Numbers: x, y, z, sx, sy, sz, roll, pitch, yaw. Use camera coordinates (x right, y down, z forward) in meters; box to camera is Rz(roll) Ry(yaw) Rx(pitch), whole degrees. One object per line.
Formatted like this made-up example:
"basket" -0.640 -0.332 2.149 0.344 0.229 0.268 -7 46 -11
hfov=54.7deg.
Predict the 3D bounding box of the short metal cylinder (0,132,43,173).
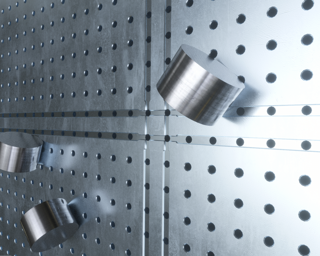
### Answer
"short metal cylinder" -0.271 0.045 0.594 0.080 0.081 0.050 27 107 36

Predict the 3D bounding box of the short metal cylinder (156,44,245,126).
"short metal cylinder" 0.043 -0.047 0.336 0.080 0.081 0.050 49 119 28

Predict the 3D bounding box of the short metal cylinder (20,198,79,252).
"short metal cylinder" -0.186 0.164 0.524 0.050 0.081 0.080 52 120 27
